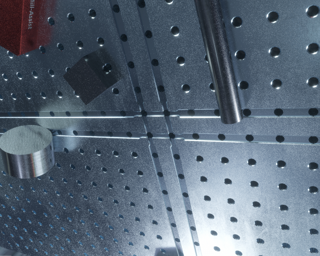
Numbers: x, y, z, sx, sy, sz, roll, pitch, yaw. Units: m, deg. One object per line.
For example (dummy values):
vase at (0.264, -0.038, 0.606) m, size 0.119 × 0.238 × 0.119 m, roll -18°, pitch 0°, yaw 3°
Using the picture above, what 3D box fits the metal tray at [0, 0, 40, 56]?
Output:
metal tray at (-0.206, -0.174, 0.409) m, size 0.090 × 0.030 × 0.129 m, roll 31°, pitch 129°, yaw 8°

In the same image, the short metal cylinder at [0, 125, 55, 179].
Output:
short metal cylinder at (-0.219, 0.038, 0.515) m, size 0.080 × 0.080 × 0.050 m, roll 19°, pitch 126°, yaw 17°

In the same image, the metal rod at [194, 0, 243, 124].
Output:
metal rod at (0.042, -0.141, 0.301) m, size 0.025 × 0.025 × 0.298 m, roll -3°, pitch 117°, yaw 30°

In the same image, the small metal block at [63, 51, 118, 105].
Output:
small metal block at (-0.095, -0.067, 0.420) m, size 0.050 × 0.025 × 0.050 m, roll -29°, pitch 102°, yaw 37°
